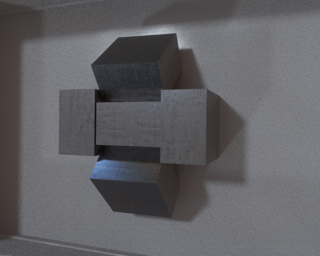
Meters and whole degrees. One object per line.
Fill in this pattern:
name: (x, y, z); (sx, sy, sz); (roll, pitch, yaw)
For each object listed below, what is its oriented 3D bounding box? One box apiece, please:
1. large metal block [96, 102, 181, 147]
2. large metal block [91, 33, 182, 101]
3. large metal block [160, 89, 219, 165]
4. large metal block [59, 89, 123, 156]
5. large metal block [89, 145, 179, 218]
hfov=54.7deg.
large metal block: (-0.023, -0.005, 0.388); (0.080, 0.080, 0.050); (1, 91, 20)
large metal block: (-0.024, -0.075, 0.382); (0.080, 0.080, 0.050); (2, 128, 20)
large metal block: (0.038, -0.002, 0.367); (0.050, 0.080, 0.080); (1, 90, 20)
large metal block: (-0.087, -0.007, 0.411); (0.050, 0.080, 0.080); (1, 90, 20)
large metal block: (-0.027, 0.066, 0.382); (0.080, 0.080, 0.050); (1, 49, 19)
